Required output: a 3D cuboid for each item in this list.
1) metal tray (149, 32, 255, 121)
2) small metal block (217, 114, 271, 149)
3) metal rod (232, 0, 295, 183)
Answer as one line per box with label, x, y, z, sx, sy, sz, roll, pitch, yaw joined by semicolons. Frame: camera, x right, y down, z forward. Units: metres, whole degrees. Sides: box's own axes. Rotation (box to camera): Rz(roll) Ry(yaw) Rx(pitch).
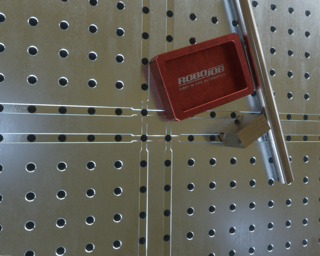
metal tray;0.060;-0.071;0.431;0.131;0.030;0.090;-21;97;-19
small metal block;0.119;0.004;0.443;0.050;0.050;0.025;-34;101;-17
metal rod;0.156;-0.061;0.469;0.025;0.025;0.298;-18;96;-19
